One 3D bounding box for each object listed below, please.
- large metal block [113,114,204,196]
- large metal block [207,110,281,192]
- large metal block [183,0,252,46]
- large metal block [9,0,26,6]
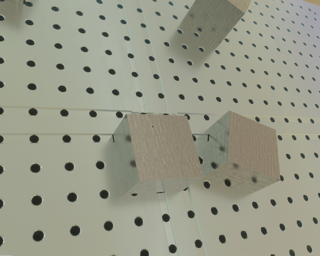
[{"bbox_3d":[-0.004,0.031,0.370,0.081,0.050,0.080,1,61,-28],"label":"large metal block"},{"bbox_3d":[0.116,0.033,0.433,0.080,0.050,0.080,21,54,-16],"label":"large metal block"},{"bbox_3d":[0.101,-0.210,0.554,0.080,0.080,0.050,34,51,-6],"label":"large metal block"},{"bbox_3d":[-0.209,-0.224,0.416,0.080,0.050,0.080,19,54,-17],"label":"large metal block"}]
